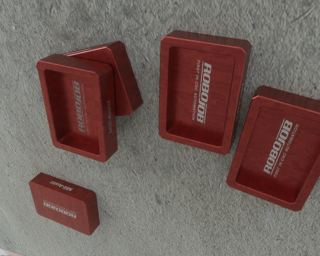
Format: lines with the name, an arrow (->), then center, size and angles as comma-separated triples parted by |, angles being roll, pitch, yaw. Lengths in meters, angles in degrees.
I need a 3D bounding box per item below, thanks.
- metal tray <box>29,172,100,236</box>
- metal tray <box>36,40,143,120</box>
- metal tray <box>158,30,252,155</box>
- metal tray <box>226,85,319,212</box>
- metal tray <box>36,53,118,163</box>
metal tray -> -0.181, 0.144, 0.588 | 0.130, 0.030, 0.089 | 14, 124, 20
metal tray -> -0.096, -0.059, 0.418 | 0.130, 0.030, 0.090 | -3, 117, 29
metal tray -> 0.046, -0.039, 0.355 | 0.090, 0.030, 0.129 | 15, 125, 20
metal tray -> 0.135, 0.026, 0.348 | 0.090, 0.030, 0.129 | 19, 126, 17
metal tray -> -0.104, -0.024, 0.404 | 0.090, 0.030, 0.129 | 15, 125, 20
